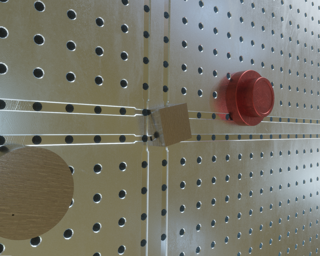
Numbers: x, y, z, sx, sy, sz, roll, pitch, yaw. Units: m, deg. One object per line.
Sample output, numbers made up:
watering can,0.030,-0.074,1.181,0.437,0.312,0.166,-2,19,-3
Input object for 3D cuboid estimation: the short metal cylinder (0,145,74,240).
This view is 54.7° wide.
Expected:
short metal cylinder,-0.129,0.056,0.286,0.081,0.050,0.079,0,91,-41

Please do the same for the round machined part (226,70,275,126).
round machined part,0.162,-0.052,0.537,0.099,0.042,0.097,0,90,-40

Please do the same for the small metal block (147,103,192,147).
small metal block,0.014,-0.005,0.423,0.050,0.025,0.050,-16,100,-39
